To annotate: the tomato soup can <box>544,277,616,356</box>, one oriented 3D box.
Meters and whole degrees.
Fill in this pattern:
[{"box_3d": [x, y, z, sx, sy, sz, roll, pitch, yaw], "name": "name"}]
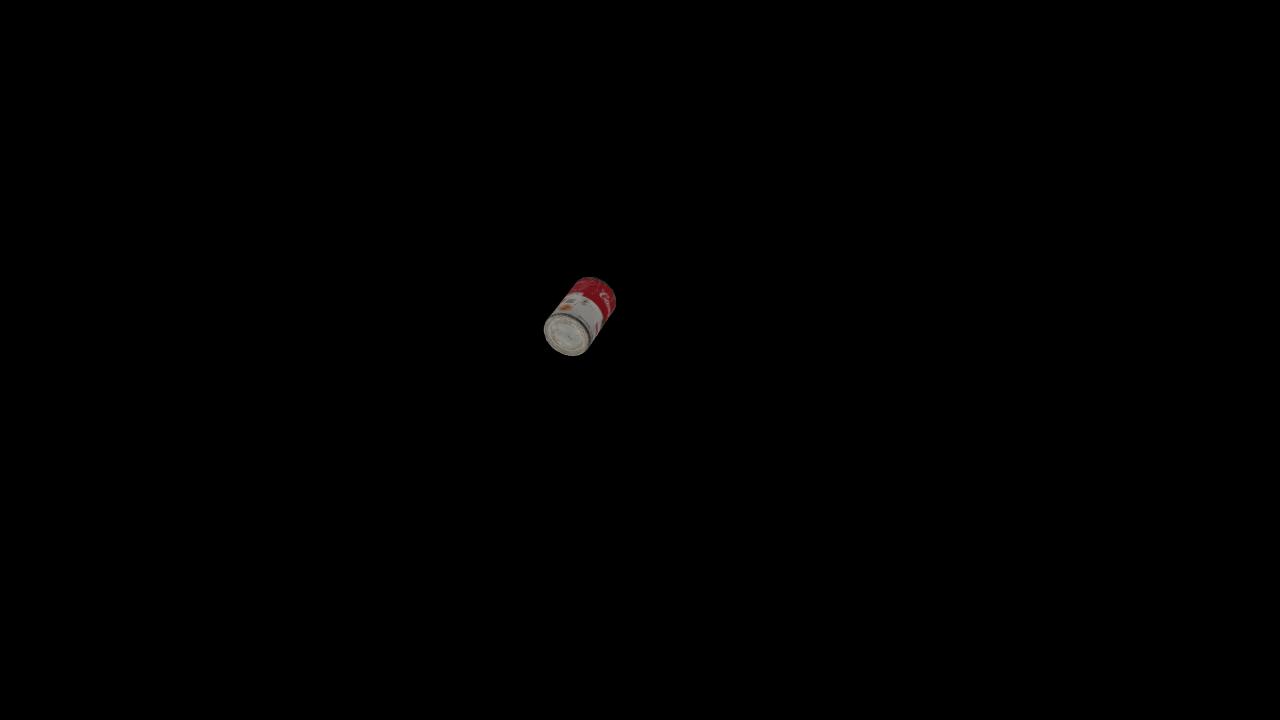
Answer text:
[{"box_3d": [-0.081, -0.060, 0.838, 0.068, 0.068, 0.101, 0, 35, 23], "name": "tomato soup can"}]
